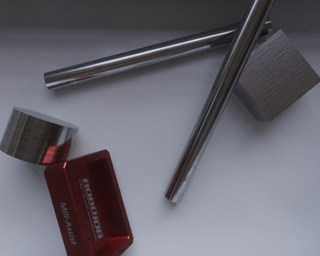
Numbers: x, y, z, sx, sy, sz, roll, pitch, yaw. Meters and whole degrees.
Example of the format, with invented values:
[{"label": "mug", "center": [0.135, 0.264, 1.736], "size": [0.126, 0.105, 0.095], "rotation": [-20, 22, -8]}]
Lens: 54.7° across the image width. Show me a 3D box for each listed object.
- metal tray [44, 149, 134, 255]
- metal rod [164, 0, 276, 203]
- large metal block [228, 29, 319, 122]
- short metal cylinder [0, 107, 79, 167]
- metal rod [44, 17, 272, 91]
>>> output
[{"label": "metal tray", "center": [-0.081, 0.098, 0.375], "size": [0.030, 0.090, 0.129], "rotation": [-16, 90, 24]}, {"label": "metal rod", "center": [0.072, -0.040, 0.371], "size": [0.025, 0.025, 0.298], "rotation": [22, 106, -1]}, {"label": "large metal block", "center": [0.141, -0.064, 0.401], "size": [0.080, 0.050, 0.080], "rotation": [-39, 91, 0]}, {"label": "short metal cylinder", "center": [-0.147, 0.011, 0.382], "size": [0.080, 0.080, 0.050], "rotation": [20, 90, -1]}, {"label": "metal rod", "center": [-0.002, -0.099, 0.411], "size": [0.302, 0.025, 0.025], "rotation": [-15, 90, -1]}]
